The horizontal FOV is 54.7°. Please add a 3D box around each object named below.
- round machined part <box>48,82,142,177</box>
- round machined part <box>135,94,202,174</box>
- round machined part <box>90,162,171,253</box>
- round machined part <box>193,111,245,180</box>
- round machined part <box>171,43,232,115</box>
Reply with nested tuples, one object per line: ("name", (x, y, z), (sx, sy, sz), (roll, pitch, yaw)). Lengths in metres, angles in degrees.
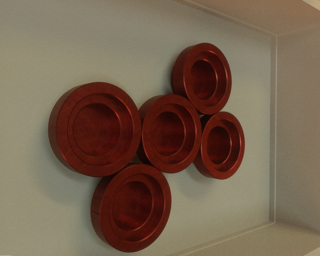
("round machined part", (-0.072, 0.001, 0.332), (0.099, 0.042, 0.097), (0, 90, -40))
("round machined part", (0.005, 0.007, 0.395), (0.099, 0.042, 0.097), (0, 90, -40))
("round machined part", (-0.037, 0.089, 0.361), (0.099, 0.042, 0.097), (0, 90, -40))
("round machined part", (0.079, 0.025, 0.458), (0.099, 0.042, 0.097), (0, 90, -40))
("round machined part", (0.054, -0.067, 0.437), (0.099, 0.042, 0.097), (0, 90, -40))
